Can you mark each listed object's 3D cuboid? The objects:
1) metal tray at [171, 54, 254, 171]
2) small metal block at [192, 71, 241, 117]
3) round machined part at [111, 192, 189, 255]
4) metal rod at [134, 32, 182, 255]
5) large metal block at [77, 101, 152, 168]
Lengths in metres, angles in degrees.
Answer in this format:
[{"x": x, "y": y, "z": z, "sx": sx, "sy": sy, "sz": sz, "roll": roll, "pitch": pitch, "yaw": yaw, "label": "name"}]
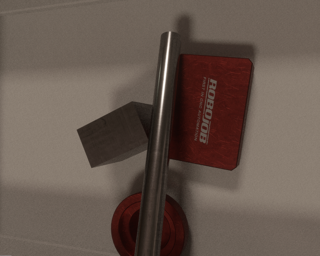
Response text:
[{"x": 0.059, "y": -0.021, "z": 0.379, "sx": 0.090, "sy": 0.030, "sz": 0.129, "roll": 9, "pitch": 93, "yaw": 20, "label": "metal tray"}, {"x": 0.072, "y": -0.042, "z": 0.385, "sx": 0.050, "sy": 0.025, "sz": 0.050, "roll": 14, "pitch": 94, "yaw": 19, "label": "small metal block"}, {"x": -0.010, "y": 0.130, "z": 0.403, "sx": 0.098, "sy": 0.042, "sz": 0.097, "roll": -1, "pitch": 88, "yaw": 19, "label": "round machined part"}, {"x": -0.002, "y": 0.035, "z": 0.331, "sx": 0.025, "sy": 0.025, "sz": 0.299, "roll": 1, "pitch": 74, "yaw": 19, "label": "metal rod"}, {"x": -0.043, "y": 0.008, "z": 0.395, "sx": 0.080, "sy": 0.080, "sz": 0.050, "roll": -25, "pitch": 82, "yaw": 18, "label": "large metal block"}]
